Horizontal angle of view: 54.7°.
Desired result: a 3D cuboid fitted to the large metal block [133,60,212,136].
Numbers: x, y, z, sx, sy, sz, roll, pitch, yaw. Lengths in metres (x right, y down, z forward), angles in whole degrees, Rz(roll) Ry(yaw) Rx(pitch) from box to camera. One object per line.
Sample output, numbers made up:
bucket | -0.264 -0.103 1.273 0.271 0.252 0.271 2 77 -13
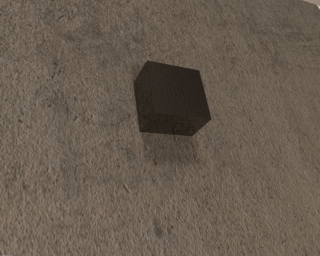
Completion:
large metal block | 0.015 -0.038 0.420 0.081 0.050 0.080 5 59 -26
